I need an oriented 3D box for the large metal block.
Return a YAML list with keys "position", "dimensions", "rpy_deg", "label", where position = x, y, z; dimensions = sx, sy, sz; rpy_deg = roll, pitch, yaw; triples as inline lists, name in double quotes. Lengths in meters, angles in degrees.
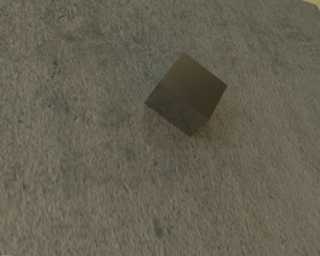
- position: [0.038, -0.048, 0.440]
  dimensions: [0.080, 0.050, 0.080]
  rpy_deg: [37, 51, -4]
  label: "large metal block"
